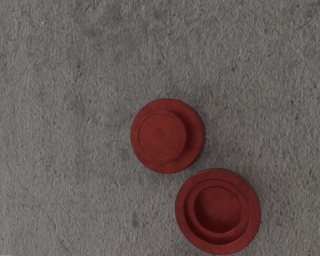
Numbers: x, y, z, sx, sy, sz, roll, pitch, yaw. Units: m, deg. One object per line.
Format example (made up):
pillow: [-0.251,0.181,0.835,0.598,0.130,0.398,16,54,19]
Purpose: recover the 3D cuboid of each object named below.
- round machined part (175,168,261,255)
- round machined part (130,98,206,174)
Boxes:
round machined part: [0.071,0.097,0.375,0.098,0.042,0.097,0,90,20]
round machined part: [0.006,0.010,0.398,0.098,0.042,0.097,0,90,20]
